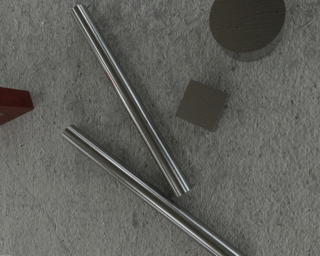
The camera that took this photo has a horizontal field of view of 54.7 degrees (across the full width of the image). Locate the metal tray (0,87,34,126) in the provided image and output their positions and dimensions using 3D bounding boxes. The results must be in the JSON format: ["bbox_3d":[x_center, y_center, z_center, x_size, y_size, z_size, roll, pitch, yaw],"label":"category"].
[{"bbox_3d":[-0.274,-0.022,0.470,0.130,0.090,0.030,-22,83,18],"label":"metal tray"}]

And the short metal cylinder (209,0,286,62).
[{"bbox_3d":[0.102,-0.121,0.360,0.080,0.050,0.079,0,90,20],"label":"short metal cylinder"}]

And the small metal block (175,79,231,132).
[{"bbox_3d":[0.054,-0.028,0.390,0.050,0.025,0.050,25,98,18],"label":"small metal block"}]

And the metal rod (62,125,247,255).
[{"bbox_3d":[-0.015,0.087,0.414,0.300,0.025,0.025,34,101,16],"label":"metal rod"}]

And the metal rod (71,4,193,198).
[{"bbox_3d":[-0.043,-0.044,0.424,0.025,0.025,0.299,-34,79,17],"label":"metal rod"}]
